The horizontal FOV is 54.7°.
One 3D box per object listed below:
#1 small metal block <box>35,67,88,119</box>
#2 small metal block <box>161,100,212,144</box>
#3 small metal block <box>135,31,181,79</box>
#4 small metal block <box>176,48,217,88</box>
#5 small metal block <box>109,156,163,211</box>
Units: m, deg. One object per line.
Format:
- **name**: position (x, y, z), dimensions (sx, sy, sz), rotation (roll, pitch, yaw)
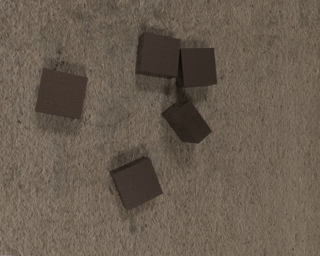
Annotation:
- **small metal block**: position (-0.116, -0.039, 0.366), dimensions (0.050, 0.025, 0.050), rotation (11, 86, -20)
- **small metal block**: position (0.034, -0.008, 0.410), dimensions (0.025, 0.050, 0.050), rotation (-40, 103, -16)
- **small metal block**: position (-0.003, -0.094, 0.409), dimensions (0.050, 0.025, 0.050), rotation (6, 88, -20)
- **small metal block**: position (0.049, -0.083, 0.428), dimensions (0.050, 0.025, 0.050), rotation (-6, 92, -20)
- **small metal block**: position (-0.031, 0.070, 0.399), dimensions (0.050, 0.025, 0.050), rotation (-23, 98, -19)
